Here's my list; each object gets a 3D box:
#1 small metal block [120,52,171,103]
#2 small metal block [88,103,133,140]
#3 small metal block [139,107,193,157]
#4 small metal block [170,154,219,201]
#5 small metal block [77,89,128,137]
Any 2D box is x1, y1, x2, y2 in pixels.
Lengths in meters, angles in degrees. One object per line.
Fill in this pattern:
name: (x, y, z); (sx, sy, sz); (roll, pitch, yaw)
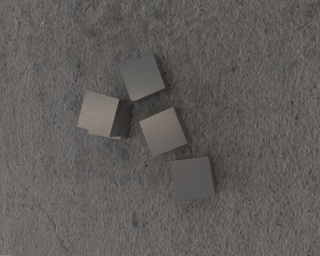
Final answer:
small metal block: (-0.019, -0.066, 0.416); (0.050, 0.025, 0.050); (-21, 83, 18)
small metal block: (-0.069, -0.013, 0.433); (0.050, 0.025, 0.050); (9, 93, 19)
small metal block: (0.008, 0.005, 0.406); (0.050, 0.025, 0.050); (-23, 82, 18)
small metal block: (0.044, 0.063, 0.394); (0.050, 0.025, 0.050); (-10, 87, 19)
small metal block: (-0.076, -0.019, 0.409); (0.050, 0.025, 0.050); (18, 96, 19)
